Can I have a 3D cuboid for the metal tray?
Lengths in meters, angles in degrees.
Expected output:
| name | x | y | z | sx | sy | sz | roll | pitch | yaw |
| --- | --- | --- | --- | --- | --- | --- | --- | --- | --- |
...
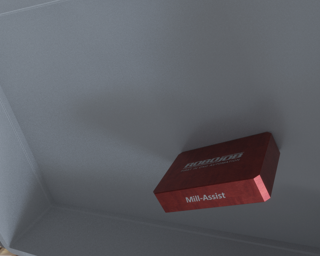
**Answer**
| name | x | y | z | sx | sy | sz | roll | pitch | yaw |
| --- | --- | --- | --- | --- | --- | --- | --- | --- | --- |
| metal tray | 0.066 | 0.052 | 0.364 | 0.130 | 0.090 | 0.030 | -17 | 109 | 35 |
